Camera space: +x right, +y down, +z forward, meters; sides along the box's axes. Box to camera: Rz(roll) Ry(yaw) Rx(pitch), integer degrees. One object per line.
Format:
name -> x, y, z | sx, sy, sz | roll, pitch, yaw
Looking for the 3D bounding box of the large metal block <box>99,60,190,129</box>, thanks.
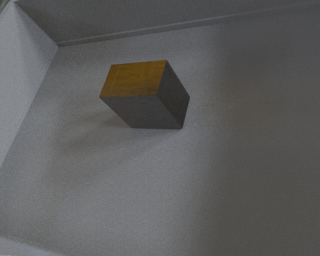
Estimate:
large metal block -> -0.017, -0.040, 0.402 | 0.080, 0.080, 0.050 | 1, 63, 28
